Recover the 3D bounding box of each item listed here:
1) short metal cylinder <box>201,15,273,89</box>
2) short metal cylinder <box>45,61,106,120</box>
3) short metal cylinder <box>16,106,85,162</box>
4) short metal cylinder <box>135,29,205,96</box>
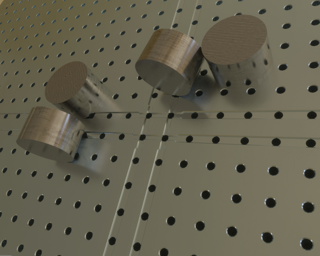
[{"bbox_3d":[0.100,-0.098,0.399,0.080,0.050,0.080,-13,56,20],"label":"short metal cylinder"},{"bbox_3d":[-0.135,-0.060,0.498,0.080,0.050,0.080,-13,56,20],"label":"short metal cylinder"},{"bbox_3d":[-0.156,0.011,0.446,0.080,0.080,0.050,0,62,28],"label":"short metal cylinder"},{"bbox_3d":[0.014,-0.087,0.418,0.080,0.080,0.050,15,70,34],"label":"short metal cylinder"}]
